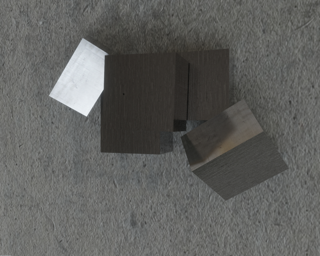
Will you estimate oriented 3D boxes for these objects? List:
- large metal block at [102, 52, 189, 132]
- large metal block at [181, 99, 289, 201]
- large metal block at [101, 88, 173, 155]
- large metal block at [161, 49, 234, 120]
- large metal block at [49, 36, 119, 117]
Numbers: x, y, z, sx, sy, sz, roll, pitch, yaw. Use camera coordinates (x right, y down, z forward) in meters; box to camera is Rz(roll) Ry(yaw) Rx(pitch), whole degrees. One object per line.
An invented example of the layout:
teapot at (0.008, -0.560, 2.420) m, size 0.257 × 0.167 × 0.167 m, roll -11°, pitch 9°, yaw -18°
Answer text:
large metal block at (-0.015, -0.038, 0.346) m, size 0.080 × 0.050 × 0.079 m, roll 2°, pitch 91°, yaw 19°
large metal block at (0.083, 0.027, 0.344) m, size 0.080 × 0.080 × 0.050 m, roll -33°, pitch 42°, yaw 17°
large metal block at (-0.029, -0.009, 0.404) m, size 0.080 × 0.050 × 0.079 m, roll 0°, pitch 90°, yaw 19°
large metal block at (0.047, -0.049, 0.380) m, size 0.080 × 0.050 × 0.079 m, roll 0°, pitch 90°, yaw 19°
large metal block at (-0.095, -0.071, 0.406) m, size 0.050 × 0.080 × 0.080 m, roll 31°, pitch 102°, yaw -17°
